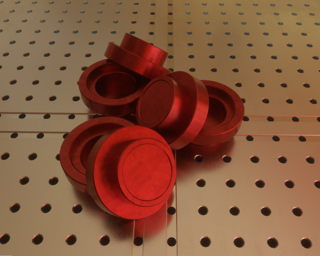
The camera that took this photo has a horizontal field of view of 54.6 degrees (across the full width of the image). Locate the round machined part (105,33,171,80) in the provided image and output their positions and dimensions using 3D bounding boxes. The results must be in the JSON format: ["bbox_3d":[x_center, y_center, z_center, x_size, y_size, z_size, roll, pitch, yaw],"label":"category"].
[{"bbox_3d":[-0.027,-0.103,0.448,0.098,0.042,0.098,25,11,-5],"label":"round machined part"}]

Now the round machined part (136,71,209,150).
[{"bbox_3d":[0.008,-0.025,0.378,0.042,0.098,0.098,22,37,-39],"label":"round machined part"}]

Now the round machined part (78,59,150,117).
[{"bbox_3d":[-0.062,-0.053,0.440,0.099,0.042,0.098,0,50,0],"label":"round machined part"}]

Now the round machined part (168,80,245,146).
[{"bbox_3d":[0.058,-0.016,0.410,0.099,0.042,0.098,0,50,0],"label":"round machined part"}]

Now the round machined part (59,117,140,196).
[{"bbox_3d":[-0.063,0.036,0.365,0.099,0.042,0.098,0,50,0],"label":"round machined part"}]

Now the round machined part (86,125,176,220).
[{"bbox_3d":[-0.022,0.045,0.322,0.099,0.042,0.098,5,82,-33],"label":"round machined part"}]
